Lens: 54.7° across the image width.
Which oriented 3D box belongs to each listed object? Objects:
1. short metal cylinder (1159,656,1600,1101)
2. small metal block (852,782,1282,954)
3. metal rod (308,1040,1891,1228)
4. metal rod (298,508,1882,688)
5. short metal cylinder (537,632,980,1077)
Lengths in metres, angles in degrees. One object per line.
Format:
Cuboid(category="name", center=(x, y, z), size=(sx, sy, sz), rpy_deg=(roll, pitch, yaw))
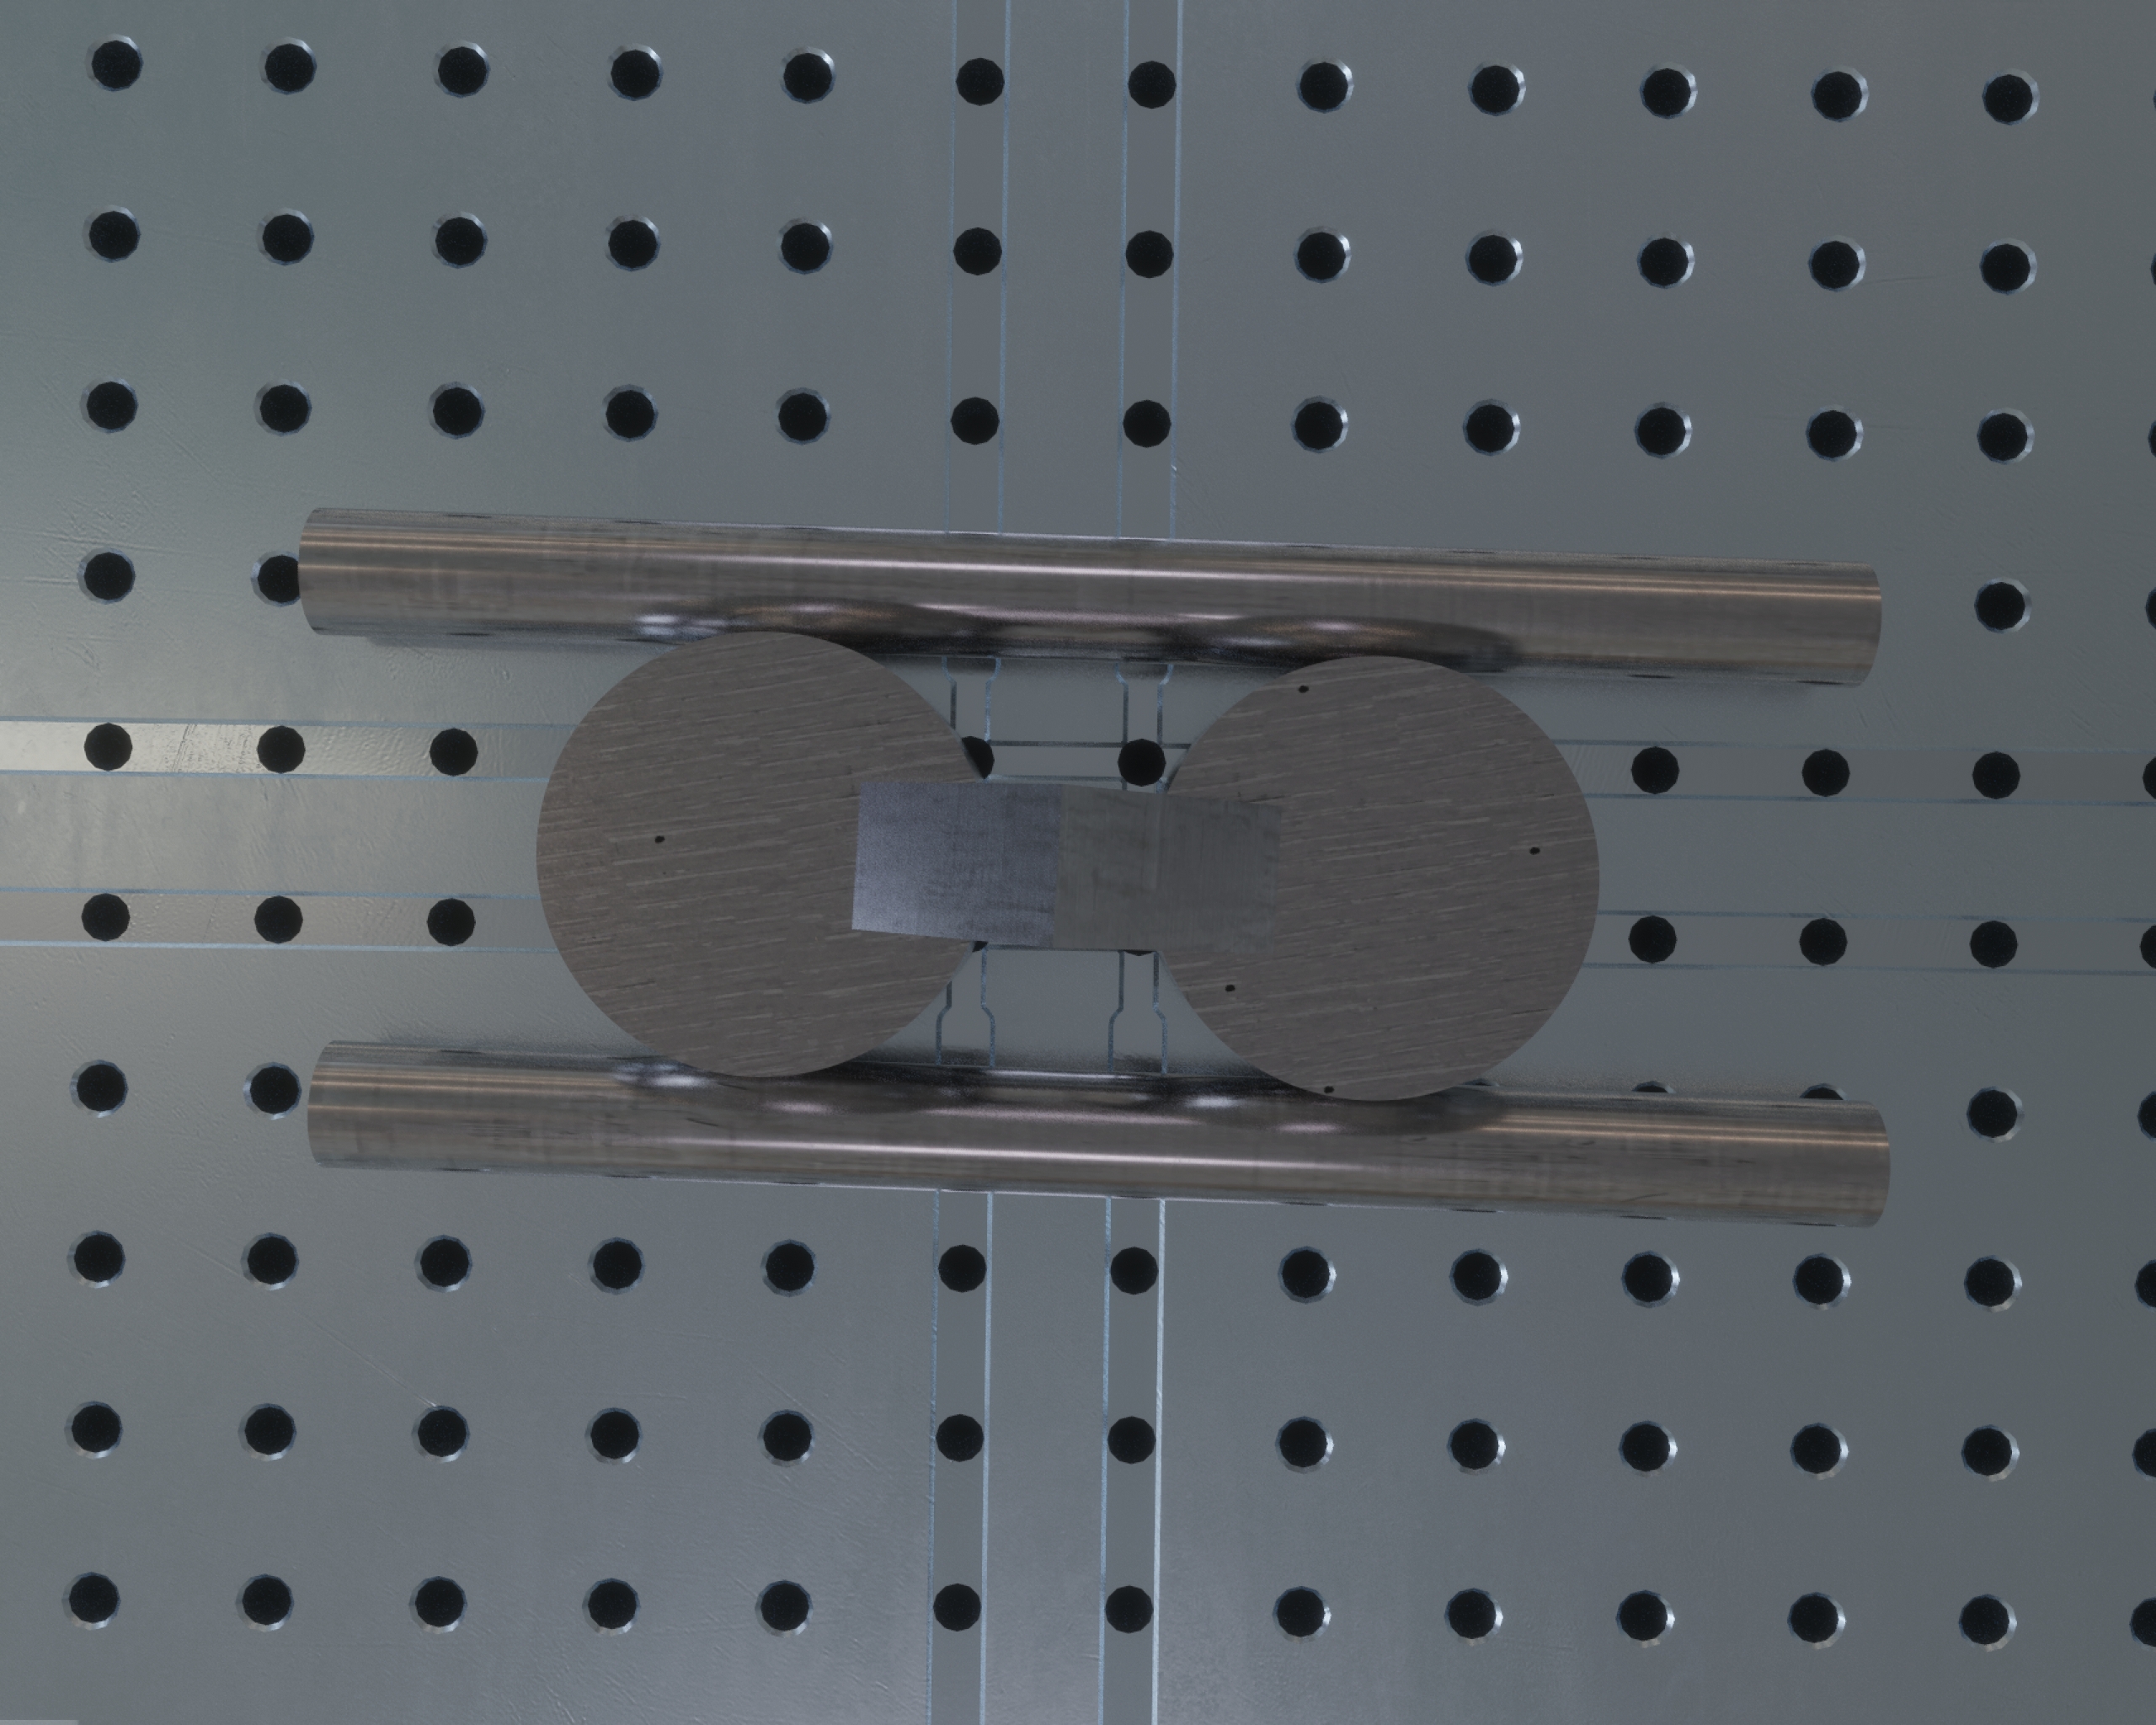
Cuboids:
Cuboid(category="short metal cylinder", center=(0.053, 0.003, 0.398), size=(0.081, 0.050, 0.079), rpy_deg=(0, 90, 0))
Cuboid(category="small metal block", center=(-0.002, 0.001, 0.351), size=(0.050, 0.050, 0.025), rpy_deg=(4, 89, -43))
Cuboid(category="metal rod", center=(0.005, 0.053, 0.410), size=(0.302, 0.025, 0.025), rpy_deg=(2, 90, 0))
Cuboid(category="metal rod", center=(0.003, -0.052, 0.410), size=(0.302, 0.025, 0.025), rpy_deg=(2, 90, 0))
Cuboid(category="short metal cylinder", center=(-0.056, -0.002, 0.397), size=(0.081, 0.050, 0.079), rpy_deg=(0, 90, 0))
